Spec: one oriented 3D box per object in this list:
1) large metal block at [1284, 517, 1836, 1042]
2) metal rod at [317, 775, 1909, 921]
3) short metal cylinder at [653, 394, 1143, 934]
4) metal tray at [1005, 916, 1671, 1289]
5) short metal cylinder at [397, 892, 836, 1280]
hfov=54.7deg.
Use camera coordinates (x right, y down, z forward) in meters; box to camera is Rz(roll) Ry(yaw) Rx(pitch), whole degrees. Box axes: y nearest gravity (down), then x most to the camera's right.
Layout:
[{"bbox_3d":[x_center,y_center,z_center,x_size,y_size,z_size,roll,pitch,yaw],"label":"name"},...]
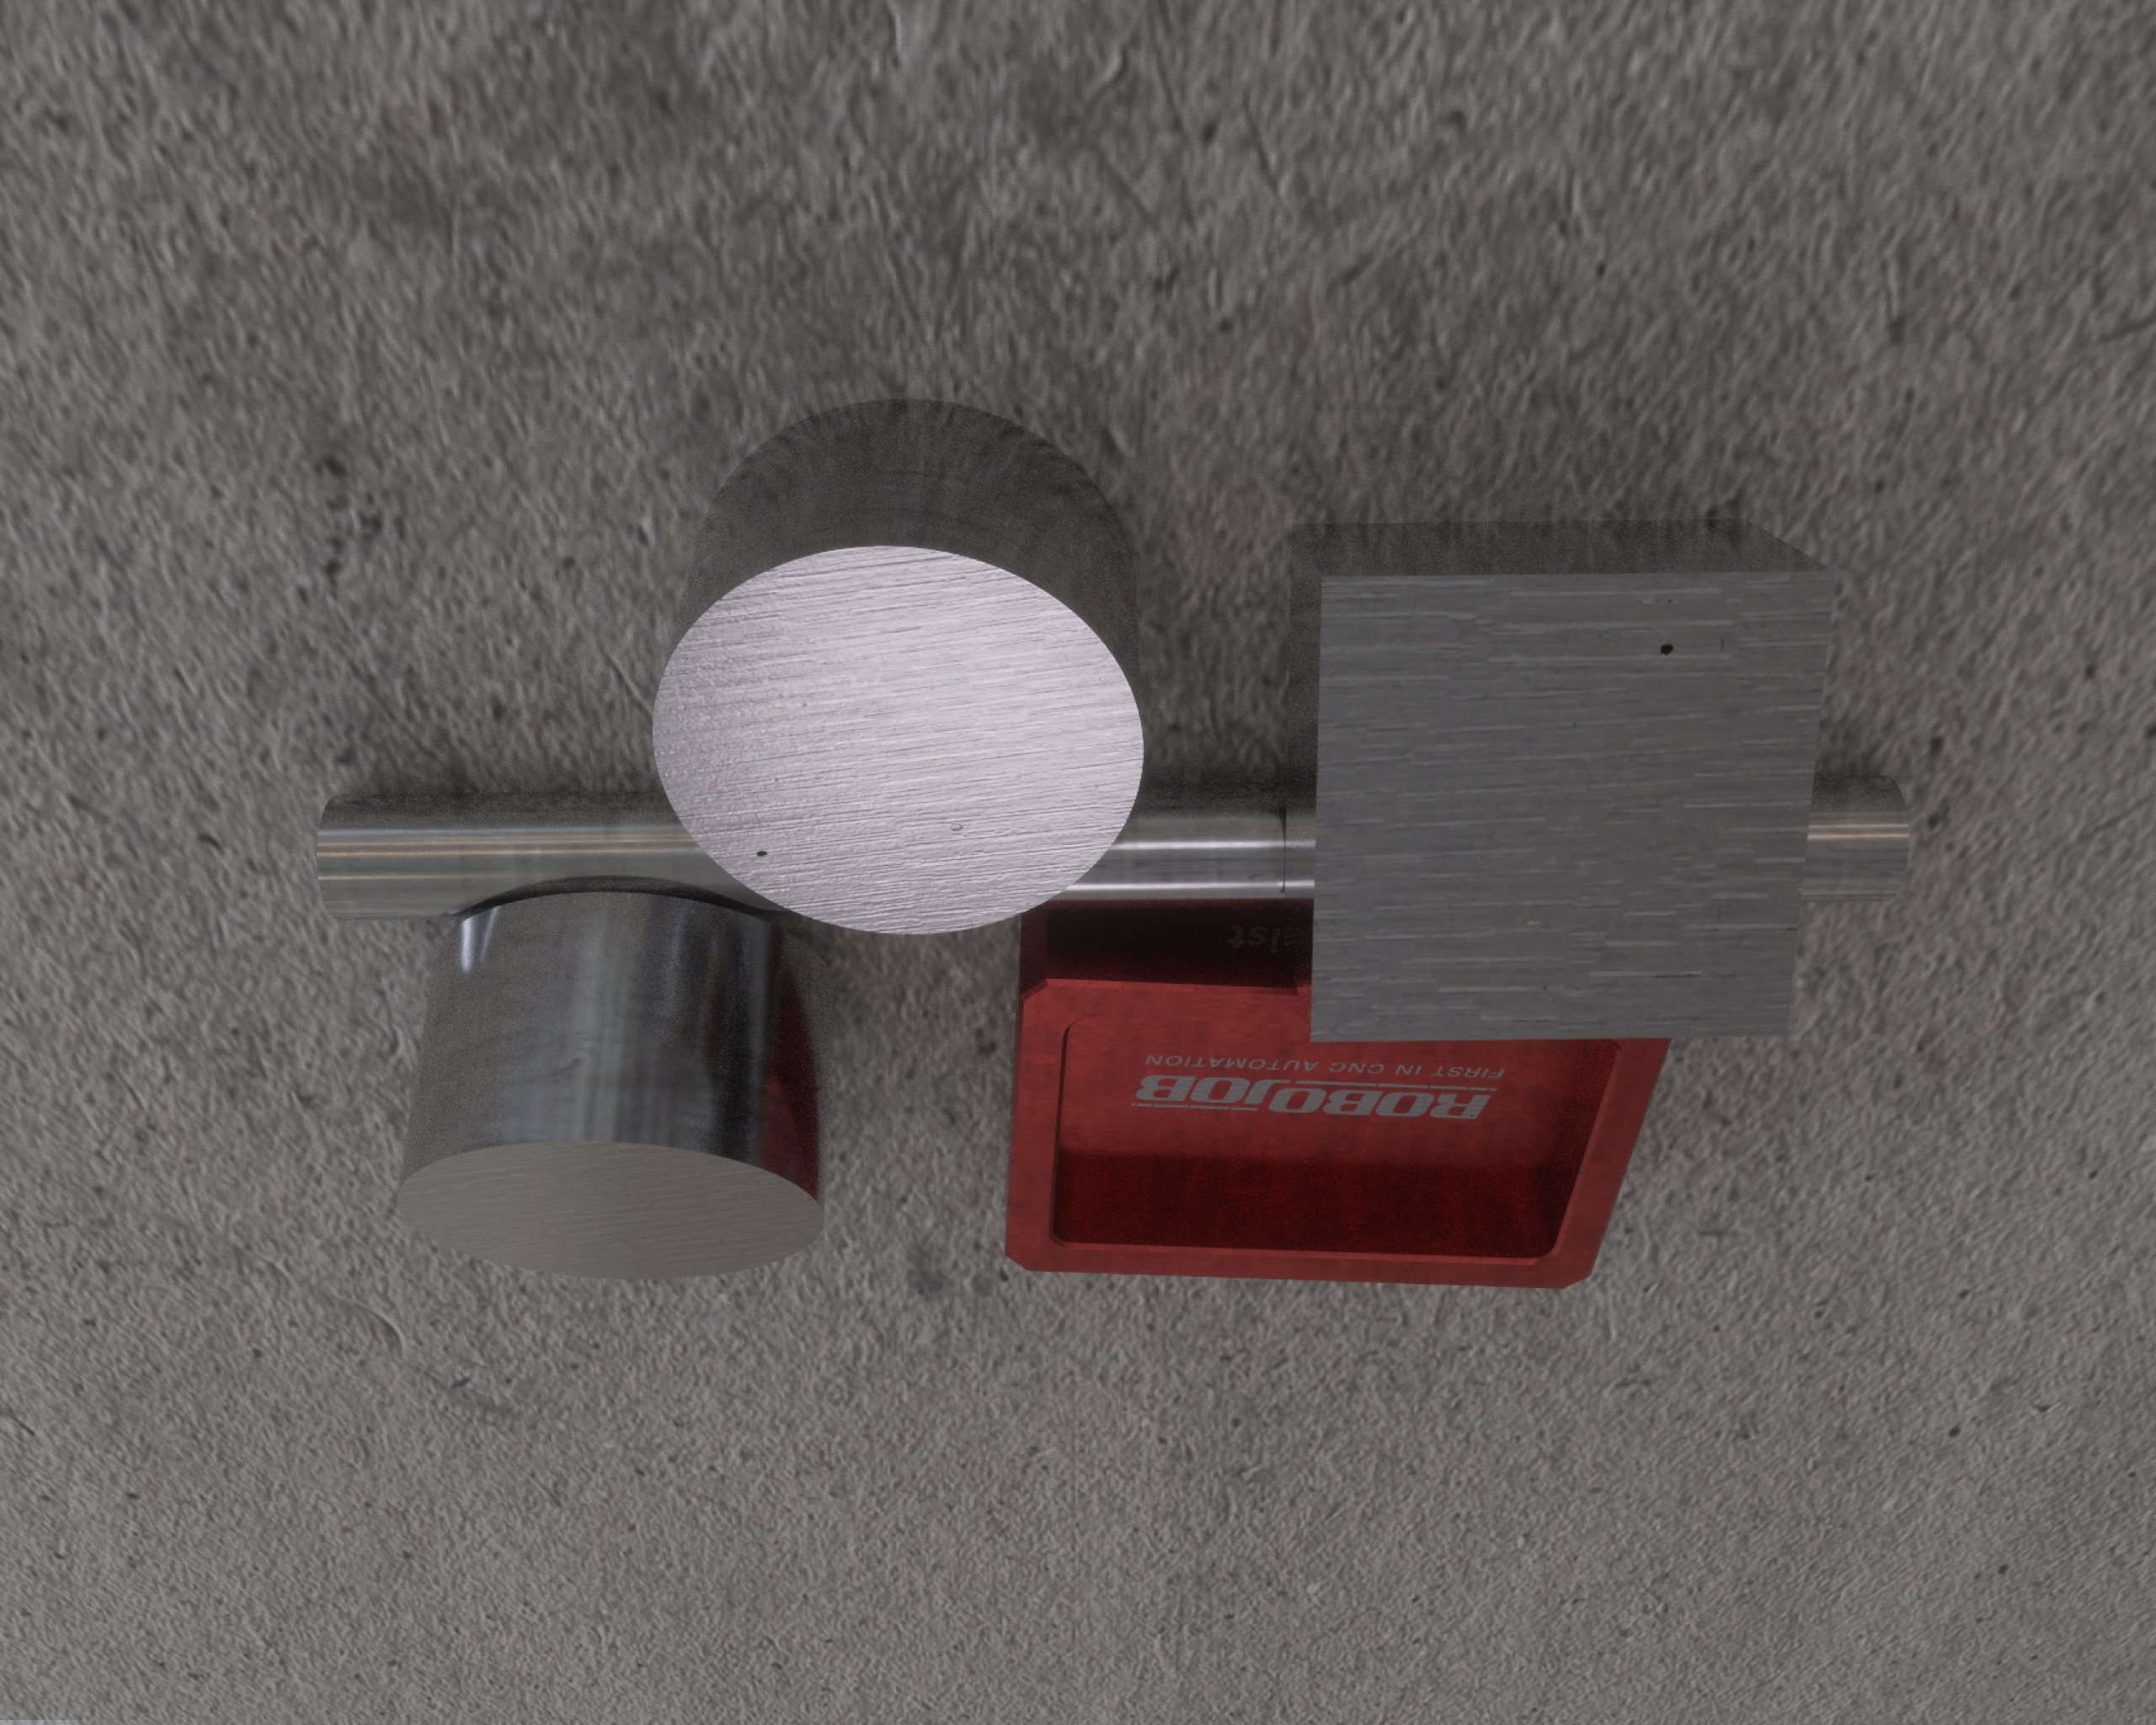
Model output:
[{"bbox_3d":[0.079,-0.016,0.363,0.081,0.050,0.079,-1,109,0],"label":"large metal block"},{"bbox_3d":[0.007,-0.003,0.408,0.302,0.025,0.025,-1,130,0],"label":"metal rod"},{"bbox_3d":[-0.029,-0.034,0.363,0.081,0.050,0.079,0,130,0],"label":"short metal cylinder"},{"bbox_3d":[0.052,0.050,0.447,0.131,0.030,0.089,2,130,-3],"label":"metal tray"},{"bbox_3d":[-0.090,0.047,0.415,0.081,0.050,0.080,-1,151,0],"label":"short metal cylinder"}]
